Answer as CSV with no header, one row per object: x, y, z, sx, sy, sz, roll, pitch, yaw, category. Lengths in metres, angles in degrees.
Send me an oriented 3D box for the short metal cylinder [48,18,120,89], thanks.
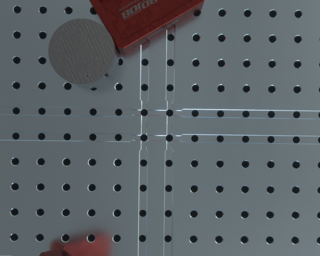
-0.095,-0.093,0.400,0.081,0.050,0.079,0,90,0,short metal cylinder

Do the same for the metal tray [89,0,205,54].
-0.018,-0.170,0.410,0.130,0.030,0.090,-31,90,0,metal tray

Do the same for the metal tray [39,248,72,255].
-0.122,0.229,0.381,0.030,0.090,0.129,5,90,-42,metal tray
